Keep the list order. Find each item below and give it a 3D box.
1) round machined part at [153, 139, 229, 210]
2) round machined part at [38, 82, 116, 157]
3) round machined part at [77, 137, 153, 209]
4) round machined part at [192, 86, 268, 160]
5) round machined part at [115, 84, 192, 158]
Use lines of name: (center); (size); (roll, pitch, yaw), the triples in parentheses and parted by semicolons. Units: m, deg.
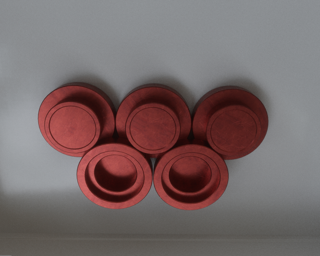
round machined part: (0.040, 0.059, 0.422); (0.099, 0.042, 0.097); (0, 110, 0)
round machined part: (-0.107, -0.007, 0.396); (0.099, 0.042, 0.097); (0, 109, -1)
round machined part: (-0.059, 0.057, 0.421); (0.099, 0.042, 0.097); (0, 110, 0)
round machined part: (0.091, -0.002, 0.399); (0.099, 0.042, 0.097); (0, 109, 0)
round machined part: (-0.009, -0.005, 0.398); (0.099, 0.042, 0.097); (0, 109, 0)
